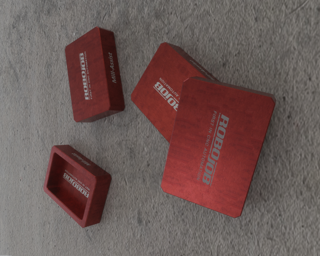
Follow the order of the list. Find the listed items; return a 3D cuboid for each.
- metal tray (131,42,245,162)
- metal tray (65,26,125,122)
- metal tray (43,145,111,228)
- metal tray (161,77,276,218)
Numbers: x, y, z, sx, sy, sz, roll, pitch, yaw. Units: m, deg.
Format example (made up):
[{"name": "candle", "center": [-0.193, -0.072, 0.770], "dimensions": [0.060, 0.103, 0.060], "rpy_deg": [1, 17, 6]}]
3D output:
[{"name": "metal tray", "center": [0.028, -0.032, 0.379], "dimensions": [0.130, 0.030, 0.089], "rpy_deg": [48, 119, 29]}, {"name": "metal tray", "center": [-0.105, -0.081, 0.489], "dimensions": [0.090, 0.030, 0.129], "rpy_deg": [-16, 80, 39]}, {"name": "metal tray", "center": [-0.142, 0.093, 0.519], "dimensions": [0.130, 0.030, 0.089], "rpy_deg": [26, 106, 37]}, {"name": "metal tray", "center": [0.058, 0.019, 0.326], "dimensions": [0.090, 0.030, 0.129], "rpy_deg": [17, 107, 18]}]
